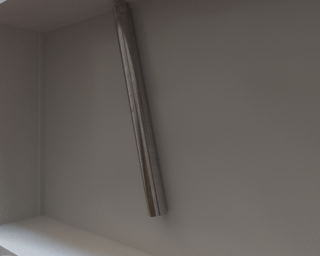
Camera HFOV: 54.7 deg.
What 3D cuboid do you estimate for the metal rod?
[{"bbox_3d":[-0.030,-0.031,0.429,0.025,0.025,0.298,-17,79,38],"label":"metal rod"}]
